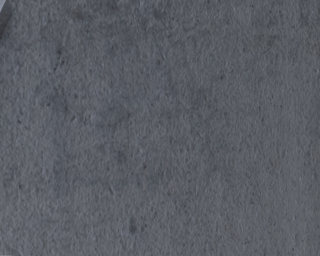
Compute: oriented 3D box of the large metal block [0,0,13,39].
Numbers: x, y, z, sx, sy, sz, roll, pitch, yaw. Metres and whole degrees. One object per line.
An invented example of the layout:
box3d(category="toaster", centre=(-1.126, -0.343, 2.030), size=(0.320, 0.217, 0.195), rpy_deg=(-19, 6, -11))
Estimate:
box3d(category="large metal block", centre=(-0.212, -0.110, 0.317), size=(0.080, 0.050, 0.080), rpy_deg=(23, 82, -19))
